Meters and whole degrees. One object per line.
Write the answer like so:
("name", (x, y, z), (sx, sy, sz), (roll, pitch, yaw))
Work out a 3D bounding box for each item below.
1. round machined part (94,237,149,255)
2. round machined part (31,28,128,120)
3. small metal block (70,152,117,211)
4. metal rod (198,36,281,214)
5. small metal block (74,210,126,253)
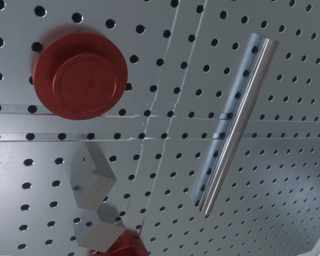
("round machined part", (-0.063, 0.231, 0.509), (0.099, 0.042, 0.097), (-14, 124, -21))
("round machined part", (-0.080, -0.051, 0.325), (0.099, 0.042, 0.097), (-14, 124, -21))
("small metal block", (-0.085, 0.067, 0.390), (0.025, 0.050, 0.050), (25, 105, -37))
("metal rod", (0.114, 0.011, 0.479), (0.025, 0.025, 0.298), (1, 118, -29))
("small metal block", (-0.088, 0.152, 0.457), (0.050, 0.025, 0.050), (34, 99, -39))
